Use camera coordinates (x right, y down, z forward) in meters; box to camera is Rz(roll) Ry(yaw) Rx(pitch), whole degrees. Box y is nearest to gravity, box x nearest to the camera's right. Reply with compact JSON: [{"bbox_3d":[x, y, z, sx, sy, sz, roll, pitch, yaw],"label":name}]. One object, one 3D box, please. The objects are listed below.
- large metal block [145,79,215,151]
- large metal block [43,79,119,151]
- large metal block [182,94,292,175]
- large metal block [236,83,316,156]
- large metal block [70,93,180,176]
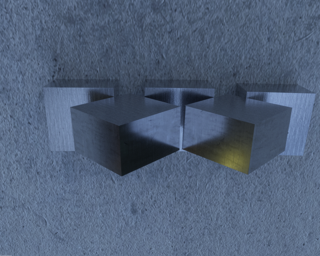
[{"bbox_3d":[0.022,-0.017,0.392,0.081,0.050,0.079,1,110,-1],"label":"large metal block"},{"bbox_3d":[-0.094,-0.017,0.390,0.081,0.050,0.079,0,110,-1],"label":"large metal block"},{"bbox_3d":[0.082,0.001,0.332,0.080,0.081,0.050,19,116,40],"label":"large metal block"},{"bbox_3d":[0.140,-0.012,0.395,0.081,0.050,0.079,1,110,-1],"label":"large metal block"},{"bbox_3d":[-0.036,0.001,0.328,0.081,0.080,0.050,-20,118,-42],"label":"large metal block"}]
